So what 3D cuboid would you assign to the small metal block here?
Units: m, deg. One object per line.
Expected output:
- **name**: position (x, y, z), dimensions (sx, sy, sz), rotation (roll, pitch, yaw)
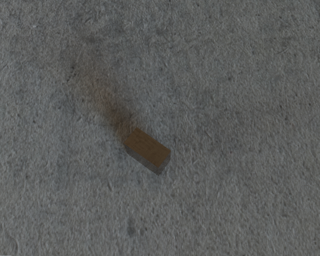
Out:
- **small metal block**: position (-0.015, 0.030, 0.384), dimensions (0.050, 0.050, 0.025), rotation (34, 74, 11)
